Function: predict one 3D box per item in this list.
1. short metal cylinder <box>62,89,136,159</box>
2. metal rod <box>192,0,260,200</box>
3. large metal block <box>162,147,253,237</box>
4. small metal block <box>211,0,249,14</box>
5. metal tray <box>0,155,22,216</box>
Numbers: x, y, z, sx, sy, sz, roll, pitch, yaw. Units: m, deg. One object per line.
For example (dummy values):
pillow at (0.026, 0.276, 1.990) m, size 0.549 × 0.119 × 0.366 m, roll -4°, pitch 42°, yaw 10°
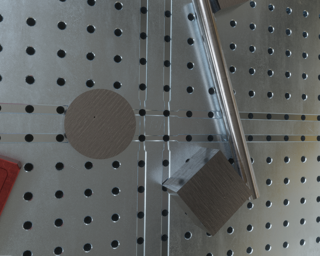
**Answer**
short metal cylinder at (-0.075, -0.005, 0.372) m, size 0.081 × 0.050 × 0.079 m, roll 0°, pitch 90°, yaw -21°
metal rod at (0.097, -0.040, 0.449) m, size 0.025 × 0.025 × 0.298 m, roll -18°, pitch 96°, yaw -19°
large metal block at (0.065, 0.084, 0.425) m, size 0.080 × 0.050 × 0.080 m, roll -42°, pitch 104°, yaw -15°
small metal block at (0.094, -0.198, 0.448) m, size 0.050 × 0.025 × 0.050 m, roll -23°, pitch 98°, yaw -19°
metal tray at (-0.218, 0.084, 0.329) m, size 0.091 × 0.030 × 0.130 m, roll 23°, pitch 82°, yaw -19°
